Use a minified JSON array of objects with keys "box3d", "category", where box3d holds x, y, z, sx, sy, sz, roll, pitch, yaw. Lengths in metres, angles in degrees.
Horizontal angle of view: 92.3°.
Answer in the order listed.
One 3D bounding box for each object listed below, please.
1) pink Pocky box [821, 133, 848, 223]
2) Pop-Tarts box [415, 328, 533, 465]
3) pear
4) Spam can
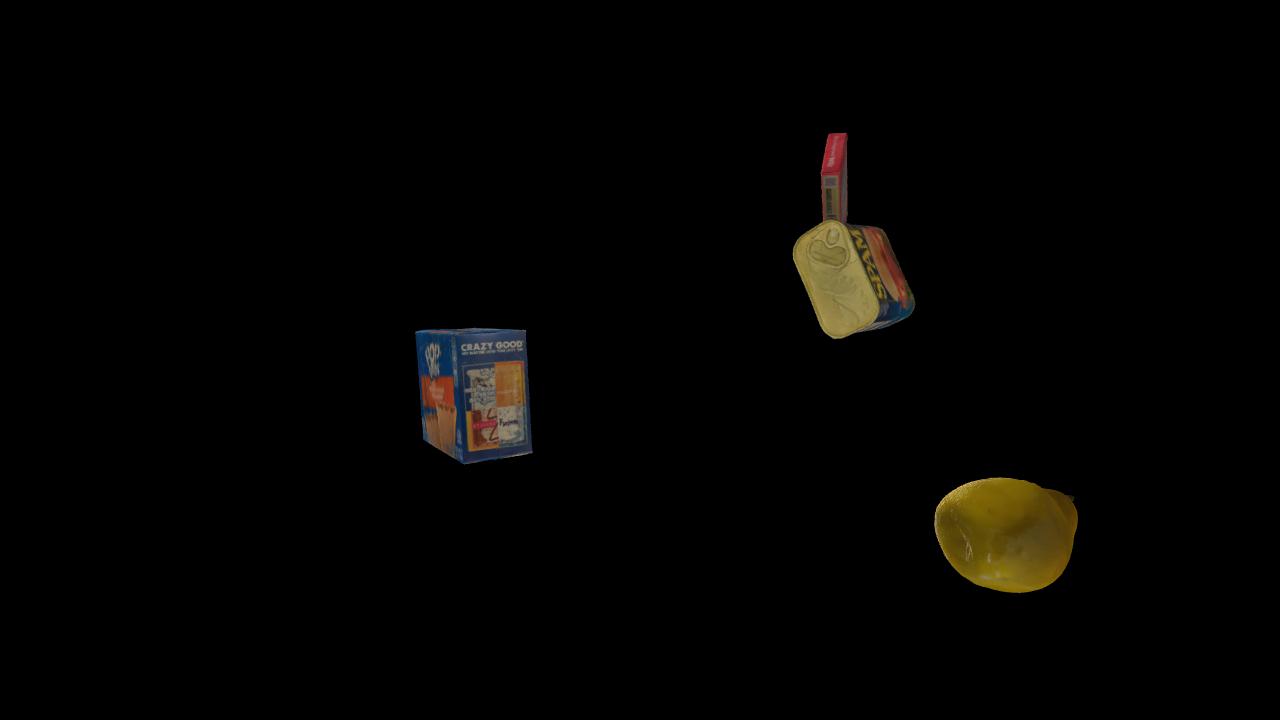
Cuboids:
[{"box3d":[0.288,-0.245,0.907,0.029,0.084,0.155,5,-32,22],"category":"pink Pocky box"},{"box3d":[-0.200,0.034,0.726,0.083,0.141,0.167,-5,6,-34],"category":"Pop-Tarts box"},{"box3d":[0.260,0.111,0.411,0.111,0.080,0.080,-11,2,-10],"category":"pear"},{"box3d":[0.198,-0.074,0.565,0.085,0.101,0.058,-8,-15,-44],"category":"Spam can"}]
